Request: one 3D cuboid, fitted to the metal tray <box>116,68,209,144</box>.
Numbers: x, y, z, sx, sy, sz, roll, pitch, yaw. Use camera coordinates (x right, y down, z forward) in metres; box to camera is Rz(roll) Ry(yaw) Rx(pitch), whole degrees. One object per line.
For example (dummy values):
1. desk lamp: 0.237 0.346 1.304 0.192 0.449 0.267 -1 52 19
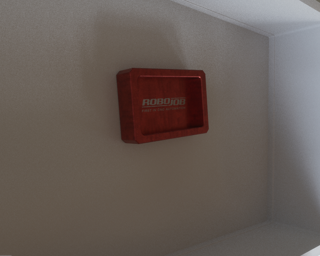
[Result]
1. metal tray: 0.009 -0.031 0.412 0.131 0.030 0.089 -7 95 -40
